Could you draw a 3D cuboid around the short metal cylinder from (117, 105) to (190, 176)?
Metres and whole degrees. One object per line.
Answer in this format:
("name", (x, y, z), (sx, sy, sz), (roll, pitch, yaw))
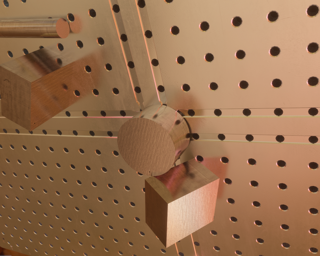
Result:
("short metal cylinder", (-0.008, 0.015, 0.403), (0.080, 0.050, 0.079), (10, 116, 22))

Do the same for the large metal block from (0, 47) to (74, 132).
("large metal block", (-0.170, -0.055, 0.431), (0.050, 0.080, 0.079), (28, 128, 11))

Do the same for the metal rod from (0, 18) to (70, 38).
("metal rod", (-0.261, -0.146, 0.458), (0.301, 0.025, 0.025), (8, 122, 24))

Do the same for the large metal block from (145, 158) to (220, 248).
("large metal block", (0.028, 0.098, 0.412), (0.050, 0.081, 0.079), (39, 138, 44))
